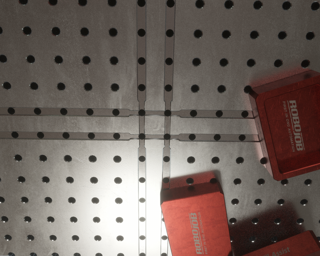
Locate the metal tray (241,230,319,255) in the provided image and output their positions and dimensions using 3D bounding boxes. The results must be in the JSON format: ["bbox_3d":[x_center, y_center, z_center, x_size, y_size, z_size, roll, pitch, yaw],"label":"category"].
[{"bbox_3d":[0.179,0.208,0.471,0.130,0.030,0.090,-25,134,8],"label":"metal tray"}]

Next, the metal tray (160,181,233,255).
[{"bbox_3d":[0.056,0.150,0.467,0.090,0.030,0.129,-11,110,3],"label":"metal tray"}]

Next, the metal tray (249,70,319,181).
[{"bbox_3d":[0.180,-0.001,0.412,0.090,0.030,0.129,-18,110,6],"label":"metal tray"}]
